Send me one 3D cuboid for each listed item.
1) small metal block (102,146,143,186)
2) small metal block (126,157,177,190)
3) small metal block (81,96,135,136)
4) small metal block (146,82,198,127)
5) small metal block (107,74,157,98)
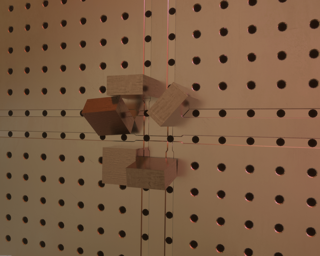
[{"bbox_3d":[-0.052,0.052,0.431,0.050,0.025,0.050,1,90,20],"label":"small metal block"},{"bbox_3d":[-0.010,0.058,0.401,0.050,0.050,0.025,1,101,20],"label":"small metal block"},{"bbox_3d":[-0.069,-0.015,0.422,0.050,0.050,0.025,-4,51,20],"label":"small metal block"},{"bbox_3d":[0.017,-0.028,0.394,0.025,0.050,0.050,46,104,14],"label":"small metal block"},{"bbox_3d":[-0.036,-0.054,0.413,0.050,0.050,0.025,1,90,20],"label":"small metal block"}]
